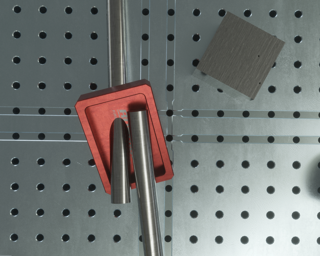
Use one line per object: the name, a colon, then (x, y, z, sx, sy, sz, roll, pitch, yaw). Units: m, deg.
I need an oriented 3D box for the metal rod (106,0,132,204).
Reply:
metal rod: (-0.054, -0.057, 0.397, 0.025, 0.025, 0.298, -2, 84, 0)

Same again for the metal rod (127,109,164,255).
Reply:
metal rod: (-0.012, 0.126, 0.390, 0.025, 0.025, 0.298, -6, 99, 0)

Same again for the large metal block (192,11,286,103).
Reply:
large metal block: (0.098, -0.089, 0.401, 0.080, 0.050, 0.080, 29, 90, 0)

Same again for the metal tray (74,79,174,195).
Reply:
metal tray: (-0.041, 0.013, 0.388, 0.091, 0.030, 0.129, -15, 111, 0)
